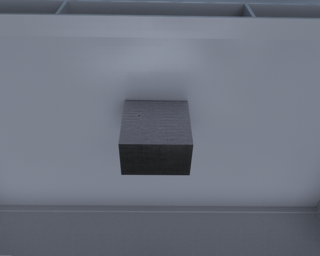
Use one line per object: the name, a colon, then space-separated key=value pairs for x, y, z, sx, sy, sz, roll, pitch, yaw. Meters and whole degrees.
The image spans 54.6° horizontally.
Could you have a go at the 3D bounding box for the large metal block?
large metal block: x=-0.005 y=0.011 z=0.379 sx=0.080 sy=0.080 sz=0.050 roll=1 pitch=130 yaw=-1
